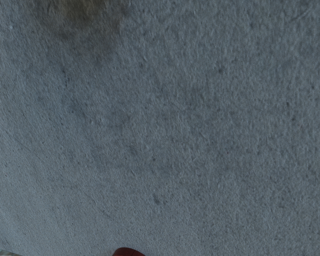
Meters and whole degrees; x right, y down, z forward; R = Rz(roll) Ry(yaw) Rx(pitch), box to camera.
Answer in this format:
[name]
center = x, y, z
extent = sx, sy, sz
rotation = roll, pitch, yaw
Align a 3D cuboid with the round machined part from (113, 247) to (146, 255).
[round machined part]
center = -0.057, 0.282, 0.599
extent = 0.098, 0.042, 0.097
rotation = 13, 124, 20
